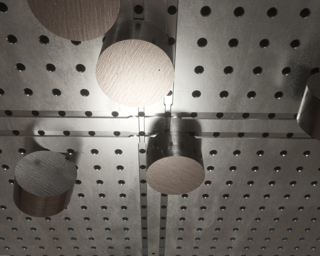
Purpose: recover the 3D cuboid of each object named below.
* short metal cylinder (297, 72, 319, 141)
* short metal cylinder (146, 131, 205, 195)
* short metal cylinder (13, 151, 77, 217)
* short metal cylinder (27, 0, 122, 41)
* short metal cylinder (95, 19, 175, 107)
[{"bbox_3d":[0.207,-0.025,0.358,0.080,0.080,0.050,-3,130,2],"label":"short metal cylinder"},{"bbox_3d":[0.021,0.050,0.438,0.081,0.050,0.079,0,130,0],"label":"short metal cylinder"},{"bbox_3d":[-0.163,0.078,0.440,0.081,0.080,0.050,15,128,-13],"label":"short metal cylinder"},{"bbox_3d":[-0.075,-0.128,0.285,0.081,0.050,0.079,-1,130,0],"label":"short metal cylinder"},{"bbox_3d":[-0.025,-0.069,0.336,0.081,0.050,0.079,0,130,0],"label":"short metal cylinder"}]
